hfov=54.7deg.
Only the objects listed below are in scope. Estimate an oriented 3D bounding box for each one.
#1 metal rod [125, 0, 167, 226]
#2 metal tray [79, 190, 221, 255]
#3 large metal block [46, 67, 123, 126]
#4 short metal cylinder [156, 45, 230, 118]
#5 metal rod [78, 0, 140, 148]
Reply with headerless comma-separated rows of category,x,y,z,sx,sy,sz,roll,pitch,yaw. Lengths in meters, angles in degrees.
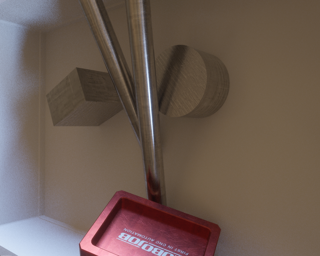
metal rod,-0.012,-0.004,0.357,0.025,0.025,0.298,12,116,39
metal tray,-0.008,0.127,0.338,0.130,0.090,0.030,17,126,14
large metal block,-0.105,-0.041,0.455,0.080,0.081,0.050,-30,72,36
short metal cylinder,0.033,-0.052,0.362,0.080,0.050,0.079,0,90,39
metal rod,-0.061,-0.098,0.361,0.025,0.025,0.298,-1,119,40
